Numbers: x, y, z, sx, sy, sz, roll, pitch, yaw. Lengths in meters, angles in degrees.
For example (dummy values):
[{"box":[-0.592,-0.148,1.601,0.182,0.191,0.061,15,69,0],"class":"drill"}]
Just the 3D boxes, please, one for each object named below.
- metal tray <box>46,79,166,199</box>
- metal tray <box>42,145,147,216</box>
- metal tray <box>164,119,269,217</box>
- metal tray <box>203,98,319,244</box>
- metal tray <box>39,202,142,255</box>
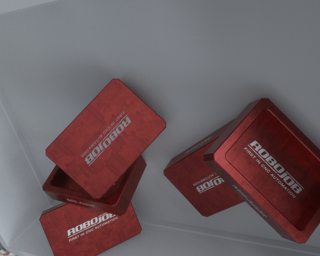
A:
[{"box":[-0.067,0.013,0.398,0.090,0.030,0.130,43,87,-1],"class":"metal tray"},{"box":[-0.096,0.070,0.457,0.130,0.090,0.030,6,142,25],"class":"metal tray"},{"box":[0.078,0.056,0.399,0.090,0.030,0.129,48,129,-6],"class":"metal tray"},{"box":[0.123,0.044,0.328,0.130,0.090,0.030,44,166,-3],"class":"metal tray"},{"box":[-0.105,0.146,0.480,0.090,0.131,0.030,69,163,-2],"class":"metal tray"}]
